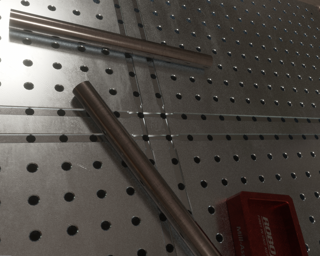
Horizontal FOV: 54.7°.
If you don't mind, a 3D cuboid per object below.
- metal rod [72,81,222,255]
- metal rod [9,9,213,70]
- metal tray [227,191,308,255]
[{"bbox_3d":[-0.007,0.066,0.365,0.025,0.025,0.300,-32,80,-38],"label":"metal rod"},{"bbox_3d":[-0.054,-0.124,0.456,0.302,0.025,0.025,6,59,-26],"label":"metal rod"},{"bbox_3d":[0.140,0.149,0.391,0.091,0.030,0.130,10,57,-23],"label":"metal tray"}]
